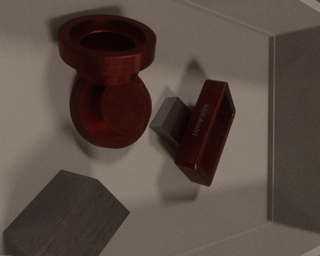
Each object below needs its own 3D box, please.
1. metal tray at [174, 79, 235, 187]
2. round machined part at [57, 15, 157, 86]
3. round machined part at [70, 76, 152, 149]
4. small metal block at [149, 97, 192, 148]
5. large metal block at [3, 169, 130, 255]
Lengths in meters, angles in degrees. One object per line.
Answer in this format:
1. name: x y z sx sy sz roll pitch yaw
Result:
1. metal tray: 0.069 0.008 0.440 0.130 0.030 0.090 -67 151 -18
2. round machined part: -0.055 -0.080 0.327 0.099 0.098 0.042 -30 144 -36
3. round machined part: -0.048 -0.025 0.357 0.099 0.042 0.097 0 91 -40
4. small metal block: 0.020 -0.007 0.426 0.050 0.025 0.050 44 64 -31
5. large metal block: -0.090 0.091 0.297 0.080 0.080 0.050 -52 121 -28
